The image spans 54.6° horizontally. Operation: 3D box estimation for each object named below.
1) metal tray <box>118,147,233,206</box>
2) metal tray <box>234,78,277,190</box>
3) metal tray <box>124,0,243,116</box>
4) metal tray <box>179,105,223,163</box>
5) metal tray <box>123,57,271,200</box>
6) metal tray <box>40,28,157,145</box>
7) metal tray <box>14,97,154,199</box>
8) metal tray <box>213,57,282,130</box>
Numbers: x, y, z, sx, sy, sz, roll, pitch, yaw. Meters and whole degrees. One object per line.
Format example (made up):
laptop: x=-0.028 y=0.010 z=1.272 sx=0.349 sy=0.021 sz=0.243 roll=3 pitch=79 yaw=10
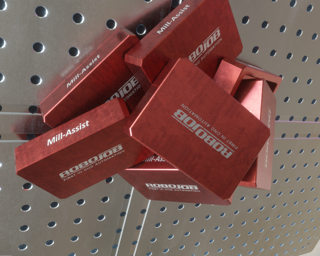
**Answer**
metal tray: x=0.019 y=0.063 z=0.400 sx=0.090 sy=0.130 sz=0.030 roll=51 pitch=47 yaw=-40
metal tray: x=0.123 y=0.012 z=0.400 sx=0.090 sy=0.030 sz=0.130 roll=24 pitch=71 yaw=-58
metal tray: x=0.033 y=-0.084 z=0.349 sx=0.130 sy=0.030 sz=0.090 roll=-47 pitch=133 yaw=-14
metal tray: x=0.063 y=0.013 z=0.412 sx=0.030 sy=0.090 sz=0.130 roll=-39 pitch=129 yaw=-1
metal tray: x=0.041 y=0.003 z=0.317 sx=0.130 sy=0.030 sz=0.090 roll=36 pitch=84 yaw=-19
metal tray: x=-0.056 y=-0.035 z=0.354 sx=0.130 sy=0.030 sz=0.090 roll=-44 pitch=129 yaw=1
metal tray: x=-0.080 y=0.027 z=0.351 sx=0.130 sy=0.030 sz=0.090 roll=-26 pitch=145 yaw=2
metal tray: x=0.108 y=-0.038 z=0.414 sx=0.131 sy=0.030 sz=0.089 roll=-1 pitch=121 yaw=-51
